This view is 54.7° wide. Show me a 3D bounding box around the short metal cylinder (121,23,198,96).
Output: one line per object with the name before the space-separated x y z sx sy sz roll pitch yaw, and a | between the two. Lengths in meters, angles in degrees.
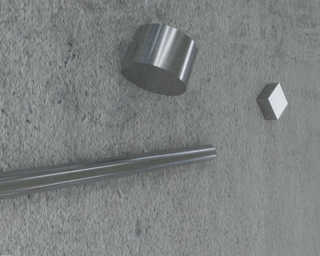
short metal cylinder | 0.000 -0.079 0.370 0.080 0.080 0.050 29 72 -37

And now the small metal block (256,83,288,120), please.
small metal block | 0.213 -0.050 0.587 0.050 0.025 0.050 -48 119 -29

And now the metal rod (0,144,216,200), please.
metal rod | -0.040 0.045 0.373 0.302 0.025 0.025 -4 93 -40
